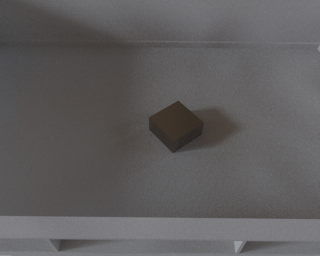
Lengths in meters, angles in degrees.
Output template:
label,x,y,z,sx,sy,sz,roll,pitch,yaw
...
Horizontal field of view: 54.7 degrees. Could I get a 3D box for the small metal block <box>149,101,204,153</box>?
label,x,y,z,sx,sy,sz,roll,pitch,yaw
small metal block,0.021,-0.002,0.407,0.050,0.025,0.050,-31,57,-24
